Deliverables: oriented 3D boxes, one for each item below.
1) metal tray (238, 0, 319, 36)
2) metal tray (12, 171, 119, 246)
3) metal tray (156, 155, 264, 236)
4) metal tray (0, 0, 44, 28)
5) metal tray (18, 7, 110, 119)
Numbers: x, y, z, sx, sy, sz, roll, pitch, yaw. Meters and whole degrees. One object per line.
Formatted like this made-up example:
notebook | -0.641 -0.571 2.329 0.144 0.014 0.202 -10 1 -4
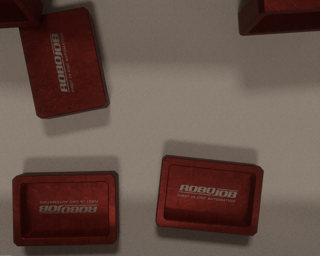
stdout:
metal tray | 0.173 -0.145 0.381 0.131 0.090 0.030 -4 90 -1
metal tray | -0.121 0.104 0.407 0.131 0.030 0.089 -1 90 -1
metal tray | 0.064 0.087 0.409 0.131 0.030 0.089 6 90 -1
metal tray | -0.216 -0.153 0.353 0.131 0.090 0.030 -1 70 8
metal tray | -0.124 -0.083 0.407 0.091 0.030 0.129 -11 90 -1
